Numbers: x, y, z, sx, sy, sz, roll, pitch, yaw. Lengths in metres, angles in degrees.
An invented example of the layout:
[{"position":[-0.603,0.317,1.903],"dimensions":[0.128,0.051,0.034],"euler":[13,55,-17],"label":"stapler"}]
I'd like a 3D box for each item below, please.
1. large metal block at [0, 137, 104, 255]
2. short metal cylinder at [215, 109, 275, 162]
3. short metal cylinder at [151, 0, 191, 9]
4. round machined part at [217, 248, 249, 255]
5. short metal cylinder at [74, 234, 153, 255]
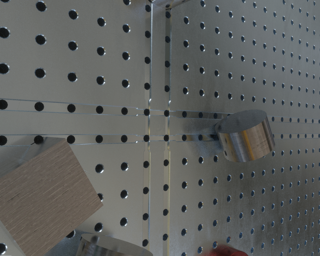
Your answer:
[{"position":[-0.115,0.064,0.296],"dimensions":[0.080,0.050,0.080],"euler":[-37,113,-34],"label":"large metal block"},{"position":[0.132,0.011,0.484],"dimensions":[0.081,0.080,0.050],"euler":[-35,112,-34],"label":"short metal cylinder"},{"position":[0.019,-0.205,0.409],"dimensions":[0.081,0.050,0.079],"euler":[0,90,-40],"label":"short metal cylinder"},{"position":[0.124,0.250,0.502],"dimensions":[0.099,0.042,0.097],"euler":[0,90,-40],"label":"round machined part"},{"position":[-0.053,0.150,0.329],"dimensions":[0.080,0.080,0.050],"euler":[26,74,-37],"label":"short metal cylinder"}]
